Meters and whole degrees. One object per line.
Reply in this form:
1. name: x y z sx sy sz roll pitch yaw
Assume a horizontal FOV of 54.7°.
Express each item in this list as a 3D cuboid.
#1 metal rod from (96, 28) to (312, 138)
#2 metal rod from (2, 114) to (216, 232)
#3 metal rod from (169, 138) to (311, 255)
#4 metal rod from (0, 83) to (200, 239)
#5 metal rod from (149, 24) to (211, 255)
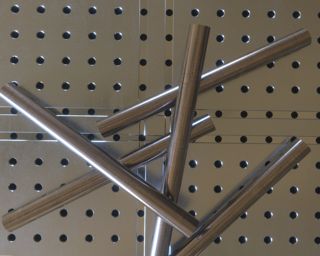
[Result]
1. metal rod: 0.058 -0.060 0.414 0.301 0.025 0.025 -24 90 -1
2. metal rod: -0.066 0.059 0.412 0.301 0.025 0.025 -26 90 -1
3. metal rod: 0.082 0.124 0.414 0.300 0.025 0.025 -42 91 -1
4. metal rod: -0.082 0.036 0.390 0.300 0.025 0.025 35 90 8
5. metal rod: 0.023 0.025 0.389 0.025 0.025 0.298 10 100 -1
